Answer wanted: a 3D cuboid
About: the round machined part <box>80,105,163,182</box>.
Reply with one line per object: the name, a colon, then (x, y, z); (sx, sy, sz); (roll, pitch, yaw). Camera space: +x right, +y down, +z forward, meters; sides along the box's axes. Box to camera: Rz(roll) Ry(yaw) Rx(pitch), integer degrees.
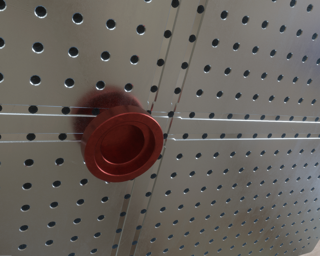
round machined part: (-0.049, 0.016, 0.383); (0.099, 0.042, 0.097); (-14, 124, -21)
